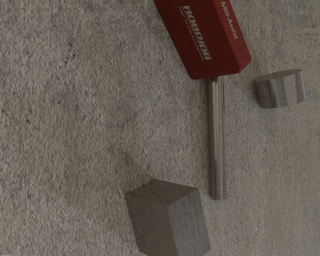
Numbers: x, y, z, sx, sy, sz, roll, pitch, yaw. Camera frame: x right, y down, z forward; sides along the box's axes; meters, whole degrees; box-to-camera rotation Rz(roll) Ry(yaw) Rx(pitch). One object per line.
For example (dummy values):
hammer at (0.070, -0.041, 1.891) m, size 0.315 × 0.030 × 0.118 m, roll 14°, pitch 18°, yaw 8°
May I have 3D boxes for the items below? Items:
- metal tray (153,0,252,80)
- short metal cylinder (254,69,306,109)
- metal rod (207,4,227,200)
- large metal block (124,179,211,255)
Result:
metal tray at (0.056, -0.131, 0.410) m, size 0.030 × 0.090 × 0.130 m, roll -44°, pitch 117°, yaw -31°
short metal cylinder at (0.214, -0.070, 0.551) m, size 0.081 × 0.080 × 0.050 m, roll -25°, pitch 106°, yaw -38°
metal rod at (0.087, -0.039, 0.480) m, size 0.025 × 0.025 × 0.298 m, roll -4°, pitch 93°, yaw -40°
large metal block at (0.008, 0.114, 0.378) m, size 0.050 × 0.080 × 0.079 m, roll -20°, pitch 103°, yaw -39°
